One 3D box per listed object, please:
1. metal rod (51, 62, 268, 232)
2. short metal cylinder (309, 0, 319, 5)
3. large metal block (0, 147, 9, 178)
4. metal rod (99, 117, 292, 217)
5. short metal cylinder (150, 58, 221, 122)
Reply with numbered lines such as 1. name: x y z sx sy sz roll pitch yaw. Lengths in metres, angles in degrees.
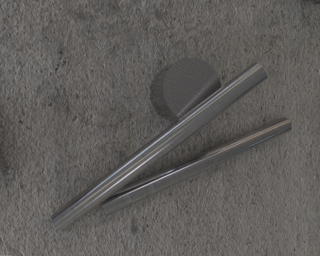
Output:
1. metal rod: 0.000 0.022 0.369 0.301 0.025 0.025 -37 103 -1
2. short metal cylinder: 0.253 -0.238 0.473 0.050 0.080 0.080 37 78 -16
3. large metal block: -0.214 0.024 0.317 0.081 0.050 0.080 -20 97 -19
4. metal rod: 0.061 0.046 0.432 0.302 0.025 0.025 -21 97 -19
5. short metal cylinder: 0.033 -0.048 0.408 0.081 0.050 0.080 0 90 -20
